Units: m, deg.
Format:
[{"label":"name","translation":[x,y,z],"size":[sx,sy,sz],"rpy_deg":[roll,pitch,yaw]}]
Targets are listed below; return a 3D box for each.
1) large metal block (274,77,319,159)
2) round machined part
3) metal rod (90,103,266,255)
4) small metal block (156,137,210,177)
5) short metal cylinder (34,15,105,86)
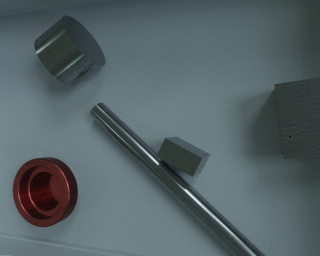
[{"label":"large metal block","translation":[0.172,-0.012,0.337],"size":[0.080,0.050,0.080],"rpy_deg":[-7,88,19]},{"label":"round machined part","translation":[-0.163,0.091,0.457],"size":[0.098,0.042,0.097],"rpy_deg":[0,90,19]},{"label":"metal rod","translation":[0.018,0.071,0.403],"size":[0.300,0.025,0.025],"rpy_deg":[42,103,14]},{"label":"small metal block","translation":[0.030,0.034,0.386],"size":[0.050,0.050,0.025],"rpy_deg":[28,99,17]},{"label":"short metal cylinder","translation":[-0.121,-0.104,0.422],"size":[0.050,0.080,0.080],"rpy_deg":[-32,80,17]}]
